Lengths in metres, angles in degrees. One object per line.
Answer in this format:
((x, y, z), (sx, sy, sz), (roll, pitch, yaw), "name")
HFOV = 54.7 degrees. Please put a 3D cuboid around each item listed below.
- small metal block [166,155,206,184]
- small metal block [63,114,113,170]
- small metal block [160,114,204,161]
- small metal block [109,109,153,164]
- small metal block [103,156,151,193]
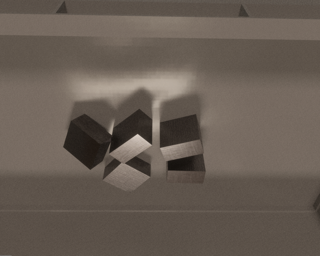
((0.035, 0.050, 0.436), (0.050, 0.050, 0.025), (2, 130, -2), "small metal block")
((-0.096, 0.018, 0.408), (0.050, 0.025, 0.050), (37, 127, 12), "small metal block")
((0.027, 0.012, 0.404), (0.050, 0.050, 0.025), (-13, 129, 10), "small metal block")
((-0.037, 0.011, 0.401), (0.050, 0.050, 0.025), (-34, 123, 25), "small metal block")
((-0.049, 0.066, 0.465), (0.050, 0.025, 0.050), (32, 123, -25), "small metal block")
